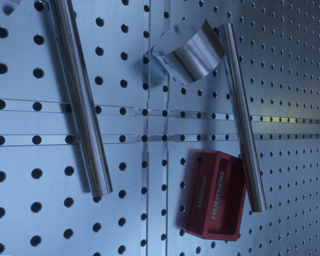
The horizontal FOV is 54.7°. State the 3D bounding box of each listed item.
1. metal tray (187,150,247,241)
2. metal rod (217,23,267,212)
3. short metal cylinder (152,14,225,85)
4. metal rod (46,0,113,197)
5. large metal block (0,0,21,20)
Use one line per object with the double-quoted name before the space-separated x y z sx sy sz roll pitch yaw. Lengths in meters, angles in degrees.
"metal tray" 0.096 0.107 0.489 0.091 0.030 0.129 21 77 -38
"metal rod" 0.131 -0.017 0.494 0.025 0.025 0.298 -8 87 -40
"short metal cylinder" 0.037 -0.102 0.406 0.050 0.080 0.080 48 61 -30
"metal rod" -0.093 -0.071 0.331 0.025 0.025 0.298 -18 102 -39
"large metal block" -0.157 -0.152 0.262 0.080 0.050 0.080 19 78 -39
